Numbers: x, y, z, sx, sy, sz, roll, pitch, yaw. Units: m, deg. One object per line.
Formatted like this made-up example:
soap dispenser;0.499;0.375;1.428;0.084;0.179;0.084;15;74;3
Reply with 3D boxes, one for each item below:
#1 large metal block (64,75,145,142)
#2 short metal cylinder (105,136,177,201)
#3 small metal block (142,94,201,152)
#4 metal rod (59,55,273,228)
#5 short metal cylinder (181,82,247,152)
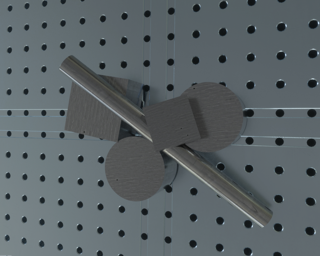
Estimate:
large metal block;-0.074;-0.029;0.419;0.080;0.050;0.079;12;94;19
short metal cylinder;-0.024;0.050;0.404;0.080;0.050;0.079;0;90;20
small metal block;0.013;-0.004;0.343;0.050;0.025;0.050;-17;84;1
metal rod;0.006;0.015;0.369;0.300;0.025;0.025;38;103;1
short metal cylinder;0.061;-0.012;0.374;0.080;0.050;0.079;0;90;20
